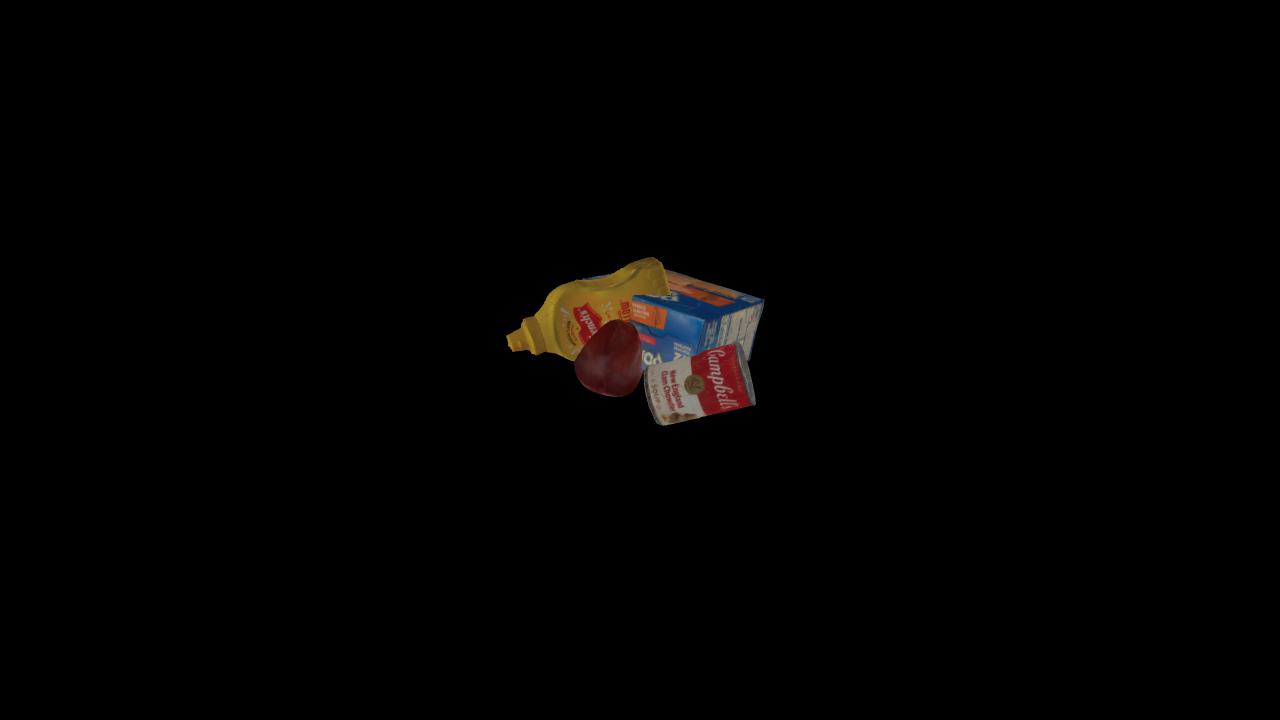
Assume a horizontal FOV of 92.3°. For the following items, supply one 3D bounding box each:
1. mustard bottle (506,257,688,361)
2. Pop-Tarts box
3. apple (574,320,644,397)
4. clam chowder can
[{"bbox_3d":[-0.056,-0.046,0.676,0.184,0.092,0.054,-19,37,-13],"label":"mustard bottle"},{"bbox_3d":[0.034,-0.046,0.720,0.167,0.083,0.141,22,26,32],"label":"Pop-Tarts box"},{"bbox_3d":[-0.033,-0.004,0.685,0.079,0.093,0.079,13,19,-5],"label":"apple"},{"bbox_3d":[0.062,0.026,0.639,0.102,0.068,0.068,-15,-4,15],"label":"clam chowder can"}]
